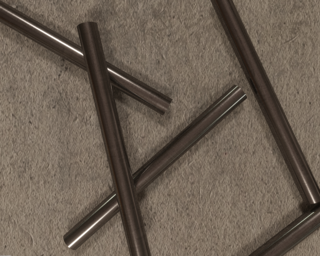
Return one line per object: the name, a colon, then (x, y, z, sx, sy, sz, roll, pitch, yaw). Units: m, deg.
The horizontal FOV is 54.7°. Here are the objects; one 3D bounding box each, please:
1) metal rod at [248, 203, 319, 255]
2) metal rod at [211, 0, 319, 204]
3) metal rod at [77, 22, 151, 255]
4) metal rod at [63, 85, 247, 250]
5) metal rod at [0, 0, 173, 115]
metal rod: (0.191, 0.131, 0.412, 0.301, 0.025, 0.025, -37, 90, -1)
metal rod: (0.142, -0.040, 0.411, 0.025, 0.025, 0.299, -25, 90, 0)
metal rod: (-0.056, 0.019, 0.383, 0.025, 0.025, 0.298, -13, 90, 0)
metal rod: (-0.006, 0.051, 0.409, 0.300, 0.025, 0.025, -41, 91, -1)
metal rod: (-0.120, -0.102, 0.408, 0.301, 0.025, 0.025, 30, 90, -1)
